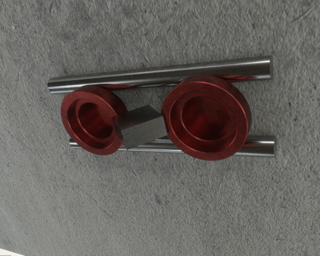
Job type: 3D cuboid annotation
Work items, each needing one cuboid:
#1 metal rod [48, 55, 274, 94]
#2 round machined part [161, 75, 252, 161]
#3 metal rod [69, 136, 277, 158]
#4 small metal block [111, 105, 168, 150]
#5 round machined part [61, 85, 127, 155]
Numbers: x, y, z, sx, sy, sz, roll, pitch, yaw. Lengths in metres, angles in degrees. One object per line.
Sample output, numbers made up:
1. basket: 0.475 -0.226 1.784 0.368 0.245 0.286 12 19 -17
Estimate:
1. metal rod: -0.021 -0.061 0.381 0.300 0.025 0.025 0 119 28
2. round machined part: 0.054 -0.014 0.353 0.098 0.042 0.097 13 124 21
3. metal rod: -0.002 0.021 0.422 0.300 0.025 0.025 0 119 28
4. small metal block: -0.026 -0.002 0.370 0.050 0.050 0.025 -138 31 -61
5. round machined part: -0.083 -0.014 0.427 0.098 0.042 0.097 13 124 21
